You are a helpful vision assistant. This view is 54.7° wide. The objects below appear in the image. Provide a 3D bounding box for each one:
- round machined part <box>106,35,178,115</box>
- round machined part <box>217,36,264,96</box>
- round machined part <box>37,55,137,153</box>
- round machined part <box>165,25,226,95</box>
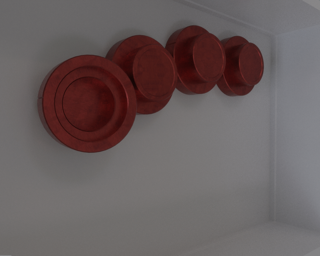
[{"bbox_3d":[-0.017,-0.066,0.381,0.099,0.042,0.097,0,90,-40],"label":"round machined part"},{"bbox_3d":[0.133,-0.102,0.507,0.099,0.042,0.097,0,90,-40],"label":"round machined part"},{"bbox_3d":[-0.077,-0.025,0.325,0.099,0.042,0.097,-2,93,-33],"label":"round machined part"},{"bbox_3d":[0.057,-0.098,0.442,0.099,0.042,0.097,0,90,-40],"label":"round machined part"}]
